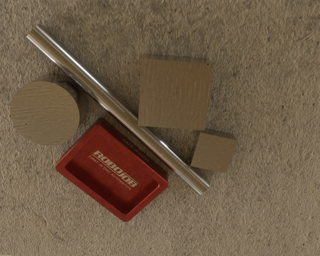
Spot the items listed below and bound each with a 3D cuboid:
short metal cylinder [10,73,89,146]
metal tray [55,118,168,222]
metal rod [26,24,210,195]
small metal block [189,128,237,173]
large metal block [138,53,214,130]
[{"bbox_3d":[-0.135,-0.024,0.387,0.081,0.050,0.079,0,110,-1],"label":"short metal cylinder"},{"bbox_3d":[-0.064,0.060,0.430,0.130,0.030,0.090,42,104,-14],"label":"metal tray"},{"bbox_3d":[-0.044,-0.014,0.404,0.025,0.025,0.300,-43,105,14],"label":"metal rod"},{"bbox_3d":[0.071,0.029,0.423,0.050,0.025,0.050,12,110,-5],"label":"small metal block"},{"bbox_3d":[0.017,-0.046,0.381,0.081,0.050,0.079,4,110,-2],"label":"large metal block"}]
